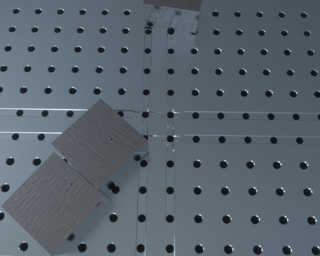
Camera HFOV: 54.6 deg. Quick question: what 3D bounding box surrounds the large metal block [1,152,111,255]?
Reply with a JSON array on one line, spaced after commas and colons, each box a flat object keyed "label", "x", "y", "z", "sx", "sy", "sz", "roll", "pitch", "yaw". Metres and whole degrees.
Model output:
[{"label": "large metal block", "x": -0.118, "y": 0.089, "z": 0.365, "sx": 0.080, "sy": 0.050, "sz": 0.080, "roll": 38, "pitch": 74, "yaw": 12}]

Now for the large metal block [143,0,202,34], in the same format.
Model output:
[{"label": "large metal block", "x": 0.023, "y": -0.197, "z": 0.471, "sx": 0.080, "sy": 0.050, "sz": 0.080, "roll": 9, "pitch": 70, "yaw": 3}]

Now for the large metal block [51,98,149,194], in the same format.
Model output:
[{"label": "large metal block", "x": -0.072, "y": 0.025, "z": 0.389, "sx": 0.080, "sy": 0.050, "sz": 0.080, "roll": 41, "pitch": 75, "yaw": 13}]
